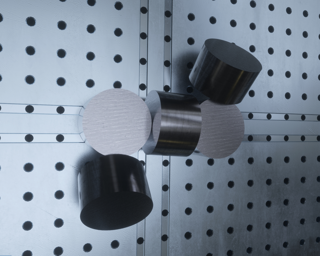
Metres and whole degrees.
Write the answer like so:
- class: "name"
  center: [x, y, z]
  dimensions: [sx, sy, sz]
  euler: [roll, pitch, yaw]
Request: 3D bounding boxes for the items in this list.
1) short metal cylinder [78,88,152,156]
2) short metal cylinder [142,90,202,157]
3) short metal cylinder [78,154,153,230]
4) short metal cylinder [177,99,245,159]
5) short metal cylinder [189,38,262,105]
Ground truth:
- class: "short metal cylinder"
  center: [-0.056, -0.006, 0.378]
  dimensions: [0.081, 0.050, 0.079]
  euler: [0, 90, -21]
- class: "short metal cylinder"
  center: [0.011, -0.005, 0.388]
  dimensions: [0.050, 0.080, 0.080]
  euler: [5, 88, -20]
- class: "short metal cylinder"
  center: [-0.052, 0.076, 0.359]
  dimensions: [0.081, 0.050, 0.080]
  euler: [-10, 137, -9]
- class: "short metal cylinder"
  center: [0.067, 0.000, 0.425]
  dimensions: [0.081, 0.050, 0.079]
  euler: [0, 90, -21]
- class: "short metal cylinder"
  center: [0.085, -0.075, 0.409]
  dimensions: [0.081, 0.080, 0.050]
  euler: [9, 129, -20]
